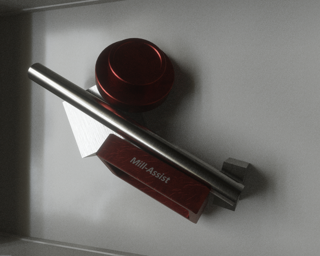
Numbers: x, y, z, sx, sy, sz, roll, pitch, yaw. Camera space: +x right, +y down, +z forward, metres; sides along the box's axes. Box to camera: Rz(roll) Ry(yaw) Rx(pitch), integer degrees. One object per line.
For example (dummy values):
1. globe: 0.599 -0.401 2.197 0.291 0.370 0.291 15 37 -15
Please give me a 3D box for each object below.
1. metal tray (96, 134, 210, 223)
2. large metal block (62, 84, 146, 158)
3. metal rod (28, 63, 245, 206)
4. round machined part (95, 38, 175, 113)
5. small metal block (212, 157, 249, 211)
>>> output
1. metal tray: -0.006 0.063 0.372 0.130 0.090 0.030 28 72 17
2. large metal block: -0.072 -0.013 0.420 0.080 0.050 0.080 -24 82 18
3. metal rod: -0.041 -0.002 0.368 0.301 0.025 0.025 31 100 17
4. round machined part: -0.030 -0.071 0.382 0.099 0.042 0.098 5 65 -10
5. small metal block: 0.085 0.064 0.365 0.025 0.050 0.050 15 95 19
